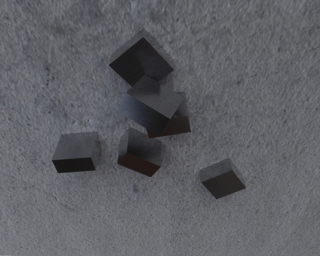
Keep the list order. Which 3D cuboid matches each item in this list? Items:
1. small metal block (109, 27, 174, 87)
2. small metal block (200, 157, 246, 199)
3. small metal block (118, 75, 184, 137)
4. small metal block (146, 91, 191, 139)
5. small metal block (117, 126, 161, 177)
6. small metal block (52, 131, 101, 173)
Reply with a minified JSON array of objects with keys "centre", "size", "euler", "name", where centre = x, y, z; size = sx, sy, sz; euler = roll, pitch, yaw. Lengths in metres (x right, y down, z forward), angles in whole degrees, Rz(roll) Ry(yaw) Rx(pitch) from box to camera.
[{"centre":[-0.020,-0.073,0.345],"size":[0.050,0.025,0.050],"euler":[-33,123,24],"name":"small metal block"},{"centre":[0.096,0.078,0.476],"size":[0.050,0.025,0.050],"euler":[-27,126,20],"name":"small metal block"},{"centre":[-0.008,-0.025,0.327],"size":[0.050,0.050,0.025],"euler":[31,126,2],"name":"small metal block"},{"centre":[0.009,-0.017,0.377],"size":[0.050,0.050,0.025],"euler":[-9,130,7],"name":"small metal block"},{"centre":[-0.027,0.032,0.418],"size":[0.050,0.050,0.025],"euler":[25,125,-21],"name":"small metal block"},{"centre":[-0.110,0.032,0.416],"size":[0.050,0.050,0.025],"euler":[-5,130,3],"name":"small metal block"}]
